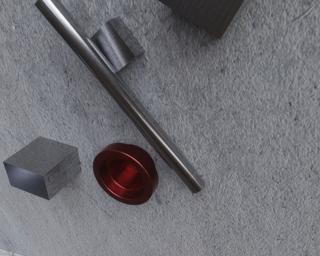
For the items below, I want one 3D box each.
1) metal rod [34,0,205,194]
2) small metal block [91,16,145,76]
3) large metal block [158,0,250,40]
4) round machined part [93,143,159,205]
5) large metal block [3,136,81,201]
[{"bbox_3d":[-0.037,-0.029,0.382,0.025,0.025,0.300,-24,113,37],"label":"metal rod"},{"bbox_3d":[-0.055,-0.097,0.376,0.050,0.025,0.050,-30,102,37],"label":"small metal block"},{"bbox_3d":[0.048,-0.141,0.278,0.080,0.050,0.079,34,129,5],"label":"large metal block"},{"bbox_3d":[-0.046,0.063,0.459,0.098,0.042,0.097,13,124,21],"label":"round machined part"},{"bbox_3d":[-0.191,0.063,0.511,0.080,0.080,0.050,14,124,20],"label":"large metal block"}]
